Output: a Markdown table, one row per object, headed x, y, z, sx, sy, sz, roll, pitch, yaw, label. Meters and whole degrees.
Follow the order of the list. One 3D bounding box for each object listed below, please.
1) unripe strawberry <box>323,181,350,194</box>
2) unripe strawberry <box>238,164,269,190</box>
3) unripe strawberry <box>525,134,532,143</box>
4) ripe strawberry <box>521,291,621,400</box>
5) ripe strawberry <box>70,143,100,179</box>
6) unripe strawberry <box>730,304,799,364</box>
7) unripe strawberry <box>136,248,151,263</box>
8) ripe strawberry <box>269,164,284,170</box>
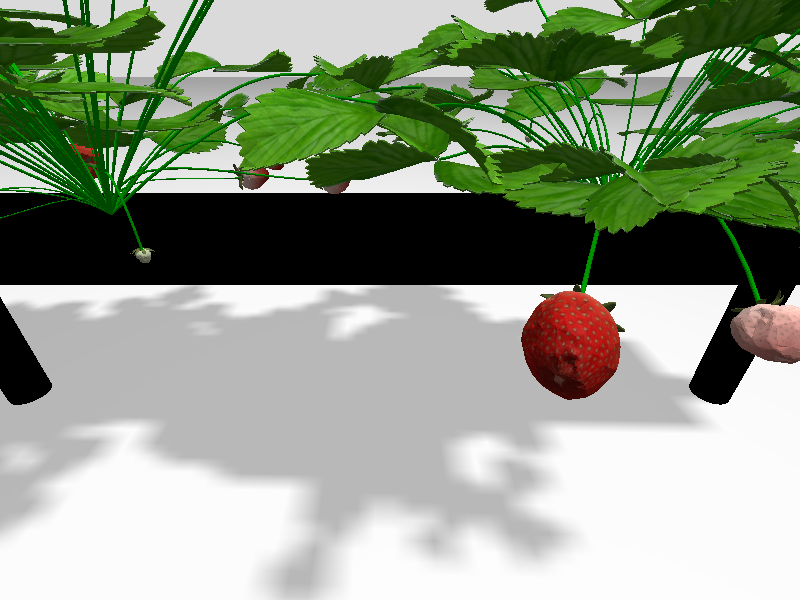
| x | y | z | sx | sy | sz | roll | pitch | yaw | label |
| --- | --- | --- | --- | --- | --- | --- | --- | --- | --- |
| -0.066 | -0.126 | 0.416 | 0.030 | 0.030 | 0.028 | -10 | 32 | -18 | unripe strawberry |
| -0.154 | -0.132 | 0.424 | 0.029 | 0.029 | 0.032 | -21 | 37 | -32 | unripe strawberry |
| 0.183 | -0.229 | 0.568 | 0.011 | 0.011 | 0.010 | -1 | 31 | -1 | unripe strawberry |
| 0.066 | 0.019 | 0.157 | 0.037 | 0.042 | 0.040 | 16 | 35 | 24 | ripe strawberry |
| -0.370 | -0.162 | 0.467 | 0.039 | 0.041 | 0.042 | -23 | 37 | -33 | ripe strawberry |
| 0.167 | 0.016 | 0.179 | 0.029 | 0.026 | 0.026 | 3 | -39 | 5 | unripe strawberry |
| -0.163 | -0.028 | 0.255 | 0.009 | 0.010 | 0.010 | -23 | 38 | -33 | unripe strawberry |
| -0.154 | -0.171 | 0.499 | 0.023 | 0.019 | 0.023 | 18 | 10 | 28 | ripe strawberry |
